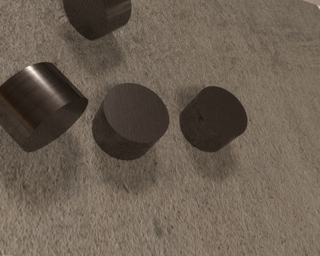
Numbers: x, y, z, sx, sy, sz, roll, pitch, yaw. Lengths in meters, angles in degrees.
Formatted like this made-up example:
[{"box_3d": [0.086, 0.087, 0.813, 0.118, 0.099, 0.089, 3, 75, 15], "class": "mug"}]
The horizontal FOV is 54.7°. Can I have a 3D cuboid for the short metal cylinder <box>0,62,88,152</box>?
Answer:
[{"box_3d": [-0.121, -0.021, 0.316, 0.050, 0.080, 0.080, 46, 51, 3], "class": "short metal cylinder"}]

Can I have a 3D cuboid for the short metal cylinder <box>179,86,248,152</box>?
[{"box_3d": [0.075, -0.012, 0.437, 0.081, 0.050, 0.080, 14, 56, -21], "class": "short metal cylinder"}]

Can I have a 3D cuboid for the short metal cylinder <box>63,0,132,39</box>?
[{"box_3d": [-0.086, -0.170, 0.427, 0.080, 0.080, 0.050, 45, 51, 3], "class": "short metal cylinder"}]

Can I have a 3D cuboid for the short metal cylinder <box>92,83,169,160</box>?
[{"box_3d": [-0.036, -0.007, 0.374, 0.081, 0.050, 0.080, 14, 56, -21], "class": "short metal cylinder"}]
